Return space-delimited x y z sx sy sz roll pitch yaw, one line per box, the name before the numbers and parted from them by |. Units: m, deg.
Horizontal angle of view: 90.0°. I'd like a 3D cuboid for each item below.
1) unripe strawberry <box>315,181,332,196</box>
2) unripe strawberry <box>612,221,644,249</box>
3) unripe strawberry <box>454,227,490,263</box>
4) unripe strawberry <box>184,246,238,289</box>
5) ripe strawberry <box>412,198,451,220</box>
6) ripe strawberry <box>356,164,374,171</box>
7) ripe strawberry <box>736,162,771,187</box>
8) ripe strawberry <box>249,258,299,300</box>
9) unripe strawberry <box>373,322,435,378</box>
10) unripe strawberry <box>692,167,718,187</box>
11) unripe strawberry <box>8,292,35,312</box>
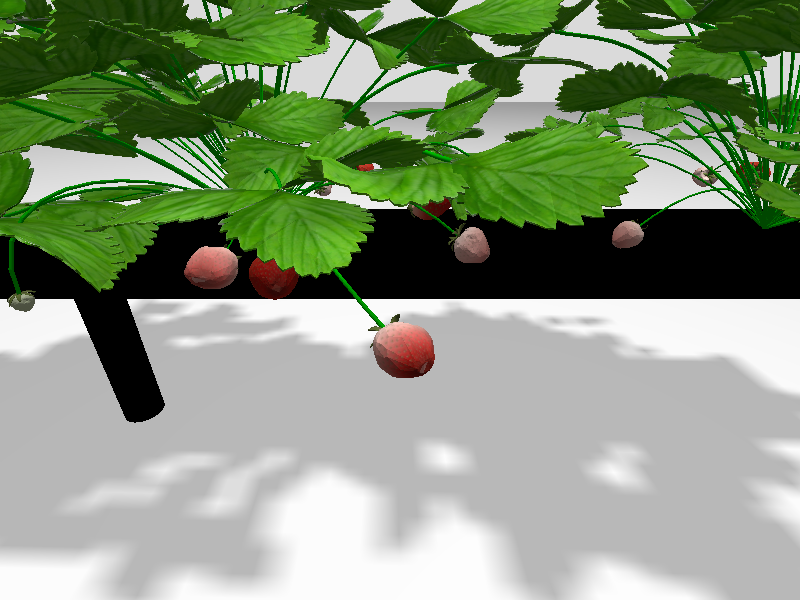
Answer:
unripe strawberry | -0.090 -0.134 0.472 0.021 0.022 0.023 6 28 12
unripe strawberry | 0.177 -0.050 0.314 0.022 0.022 0.021 -33 33 -1
unripe strawberry | 0.052 -0.037 0.284 0.026 0.025 0.028 35 36 8
unripe strawberry | -0.115 -0.018 0.244 0.031 0.028 0.028 -1 29 -2
ripe strawberry | 0.030 -0.095 0.376 0.041 0.040 0.045 -4 28 -9
ripe strawberry | -0.049 -0.158 0.497 0.040 0.042 0.044 12 17 21
ripe strawberry | 0.443 -0.158 0.504 0.035 0.031 0.031 17 14 29
ripe strawberry | -0.074 -0.013 0.236 0.028 0.030 0.031 -9 30 -17
unripe strawberry | 0.003 0.022 0.173 0.027 0.023 0.027 -16 32 -27
unripe strawberry | 0.385 -0.155 0.506 0.028 0.025 0.025 9 10 16
unripe strawberry | -0.193 0.001 0.204 0.009 0.010 0.010 11 30 20
